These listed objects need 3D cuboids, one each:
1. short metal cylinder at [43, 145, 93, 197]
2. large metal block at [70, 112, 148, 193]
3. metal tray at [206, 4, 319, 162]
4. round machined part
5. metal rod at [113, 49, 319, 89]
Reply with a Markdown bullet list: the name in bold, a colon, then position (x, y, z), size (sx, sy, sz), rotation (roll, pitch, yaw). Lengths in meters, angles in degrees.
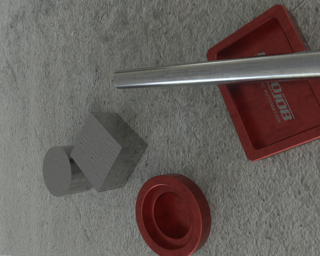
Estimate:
- **short metal cylinder**: position (-0.148, 0.068, 0.507), size (0.080, 0.050, 0.079), rotation (0, 90, 39)
- **large metal block**: position (-0.076, 0.033, 0.449), size (0.080, 0.050, 0.080), rotation (44, 116, 31)
- **metal tray**: position (0.110, -0.042, 0.309), size (0.090, 0.030, 0.129), rotation (-29, 72, 36)
- **round machined part**: position (0.020, 0.103, 0.376), size (0.098, 0.042, 0.097), rotation (0, 90, 39)
- **metal rod**: position (0.063, -0.056, 0.311), size (0.300, 0.025, 0.025), rotation (3, 92, 39)
